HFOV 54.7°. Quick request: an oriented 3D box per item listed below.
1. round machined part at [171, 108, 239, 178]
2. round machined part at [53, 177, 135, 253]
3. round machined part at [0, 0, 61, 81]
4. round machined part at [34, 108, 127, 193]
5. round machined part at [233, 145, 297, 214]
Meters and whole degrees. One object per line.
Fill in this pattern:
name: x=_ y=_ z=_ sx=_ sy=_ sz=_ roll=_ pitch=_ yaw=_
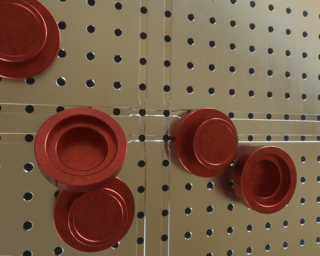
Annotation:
round machined part: x=0.068 y=0.021 z=0.430 sx=0.099 sy=0.042 sz=0.097 roll=0 pitch=90 yaw=-21
round machined part: x=-0.078 y=0.103 z=0.376 sx=0.099 sy=0.042 sz=0.097 roll=0 pitch=90 yaw=-21
round machined part: x=-0.162 y=-0.103 z=0.344 sx=0.099 sy=0.042 sz=0.097 roll=0 pitch=90 yaw=-20
round machined part: x=-0.089 y=0.028 z=0.356 sx=0.099 sy=0.042 sz=0.098 roll=7 pitch=57 yaw=-11
round machined part: x=0.150 y=0.074 z=0.461 sx=0.099 sy=0.042 sz=0.097 roll=0 pitch=90 yaw=-21
